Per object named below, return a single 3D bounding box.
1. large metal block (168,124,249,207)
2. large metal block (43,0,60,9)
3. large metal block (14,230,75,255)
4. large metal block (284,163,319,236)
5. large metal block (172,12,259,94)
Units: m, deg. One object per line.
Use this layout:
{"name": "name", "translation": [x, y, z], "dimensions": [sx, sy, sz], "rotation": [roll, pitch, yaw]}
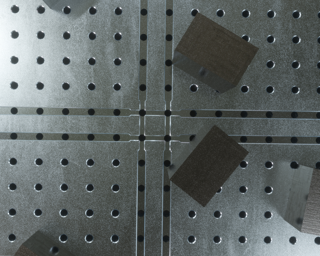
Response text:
{"name": "large metal block", "translation": [0.055, 0.042, 0.387], "dimensions": [0.050, 0.080, 0.080], "rotation": [39, 90, -1]}
{"name": "large metal block", "translation": [-0.146, -0.219, 0.399], "dimensions": [0.080, 0.050, 0.080], "rotation": [-41, 91, 0]}
{"name": "large metal block", "translation": [-0.157, 0.196, 0.399], "dimensions": [0.080, 0.050, 0.080], "rotation": [35, 90, -1]}
{"name": "large metal block", "translation": [0.219, 0.096, 0.404], "dimensions": [0.080, 0.050, 0.080], "rotation": [11, 90, -1]}
{"name": "large metal block", "translation": [0.064, -0.089, 0.387], "dimensions": [0.080, 0.080, 0.050], "rotation": [31, 90, -1]}
